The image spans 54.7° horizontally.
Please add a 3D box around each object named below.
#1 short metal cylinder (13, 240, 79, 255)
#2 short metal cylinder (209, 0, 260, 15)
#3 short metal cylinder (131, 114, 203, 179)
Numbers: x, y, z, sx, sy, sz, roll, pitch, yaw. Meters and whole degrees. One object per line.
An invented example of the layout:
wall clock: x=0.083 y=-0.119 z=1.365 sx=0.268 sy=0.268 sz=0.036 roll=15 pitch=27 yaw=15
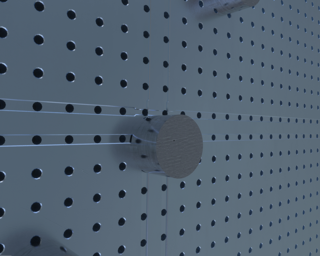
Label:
short metal cylinder: x=-0.110 y=0.158 z=0.302 sx=0.081 sy=0.050 sz=0.079 roll=0 pitch=90 yaw=-40
short metal cylinder: x=0.119 y=-0.228 z=0.495 sx=0.081 sy=0.050 sz=0.079 roll=0 pitch=90 yaw=-40
short metal cylinder: x=0.010 y=0.023 z=0.403 sx=0.081 sy=0.050 sz=0.079 roll=0 pitch=90 yaw=-40
